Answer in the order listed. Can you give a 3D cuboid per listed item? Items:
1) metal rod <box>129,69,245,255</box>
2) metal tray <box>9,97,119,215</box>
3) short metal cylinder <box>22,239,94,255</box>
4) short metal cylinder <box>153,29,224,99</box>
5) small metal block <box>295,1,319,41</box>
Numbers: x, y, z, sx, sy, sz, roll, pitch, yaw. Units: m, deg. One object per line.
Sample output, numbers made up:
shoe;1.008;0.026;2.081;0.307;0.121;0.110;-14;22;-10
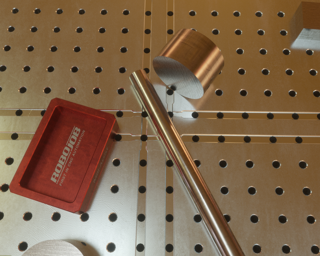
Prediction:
metal rod;0.034;0.051;0.393;0.025;0.025;0.299;-25;72;-9
metal tray;-0.118;0.034;0.395;0.090;0.030;0.130;17;71;6
short metal cylinder;-0.112;0.164;0.338;0.081;0.050;0.080;0;70;0
short metal cylinder;0.037;-0.084;0.413;0.080;0.080;0.050;33;74;11
small metal block;0.238;-0.163;0.473;0.050;0.025;0.050;6;70;2
